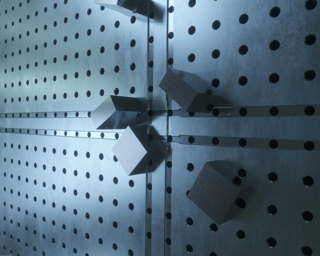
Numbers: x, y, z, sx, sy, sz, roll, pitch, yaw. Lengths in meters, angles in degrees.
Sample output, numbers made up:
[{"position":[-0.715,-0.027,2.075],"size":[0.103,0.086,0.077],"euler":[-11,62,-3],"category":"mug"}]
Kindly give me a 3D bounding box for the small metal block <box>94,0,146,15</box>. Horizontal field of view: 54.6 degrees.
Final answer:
[{"position":[-0.056,-0.182,0.441],"size":[0.050,0.050,0.025],"euler":[22,104,38],"category":"small metal block"}]

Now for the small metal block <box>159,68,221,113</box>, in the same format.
[{"position":[0.035,-0.043,0.365],"size":[0.050,0.050,0.025],"euler":[46,118,30],"category":"small metal block"}]

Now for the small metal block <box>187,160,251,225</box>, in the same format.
[{"position":[0.066,0.073,0.355],"size":[0.050,0.025,0.050],"euler":[38,114,33],"category":"small metal block"}]

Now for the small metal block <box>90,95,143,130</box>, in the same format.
[{"position":[-0.063,-0.021,0.446],"size":[0.050,0.050,0.025],"euler":[-38,67,34],"category":"small metal block"}]

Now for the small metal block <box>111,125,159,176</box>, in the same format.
[{"position":[-0.036,0.032,0.440],"size":[0.050,0.025,0.050],"euler":[52,121,27],"category":"small metal block"}]
